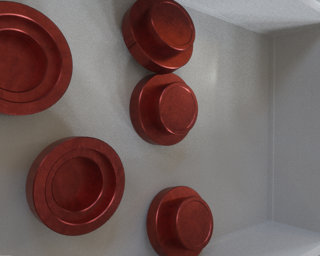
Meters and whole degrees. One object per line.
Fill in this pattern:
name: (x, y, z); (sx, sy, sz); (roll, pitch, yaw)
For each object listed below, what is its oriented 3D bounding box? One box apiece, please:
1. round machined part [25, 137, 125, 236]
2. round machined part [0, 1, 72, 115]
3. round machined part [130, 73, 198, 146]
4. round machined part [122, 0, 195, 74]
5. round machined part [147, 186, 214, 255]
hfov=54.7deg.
round machined part: (-0.089, 0.057, 0.322); (0.099, 0.042, 0.097); (0, 90, -40)
round machined part: (-0.135, -0.060, 0.283); (0.099, 0.042, 0.097); (0, 90, -40)
round machined part: (0.012, -0.025, 0.408); (0.099, 0.042, 0.097); (0, 90, -40)
round machined part: (0.005, -0.121, 0.387); (0.099, 0.042, 0.098); (12, 70, -34)
round machined part: (0.034, 0.127, 0.413); (0.099, 0.042, 0.098); (13, 69, -38)
